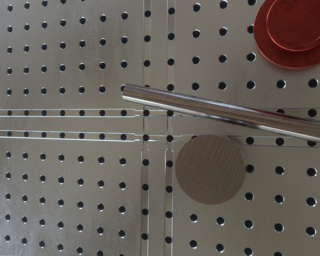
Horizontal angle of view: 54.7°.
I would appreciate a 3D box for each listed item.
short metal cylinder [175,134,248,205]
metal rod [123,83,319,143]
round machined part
[{"bbox_3d":[0.064,0.047,0.376,0.080,0.050,0.080,0,90,20],"label":"short metal cylinder"},{"bbox_3d":[0.093,-0.016,0.379,0.301,0.025,0.025,13,95,19],"label":"metal rod"},{"bbox_3d":[0.156,-0.116,0.348,0.098,0.042,0.097,0,90,20],"label":"round machined part"}]
